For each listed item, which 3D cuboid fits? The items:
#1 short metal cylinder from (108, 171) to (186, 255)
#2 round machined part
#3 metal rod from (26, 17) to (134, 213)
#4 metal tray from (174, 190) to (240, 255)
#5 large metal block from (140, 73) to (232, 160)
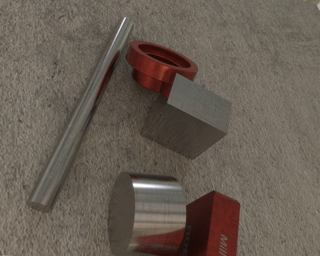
[{"bbox_3d":[-0.016,0.086,0.309,0.050,0.080,0.080,9,58,-24],"label":"short metal cylinder"},{"bbox_3d":[-0.001,-0.081,0.426,0.099,0.042,0.098,18,26,-9],"label":"round machined part"},{"bbox_3d":[-0.084,-0.041,0.384,0.025,0.025,0.300,25,53,-13],"label":"metal rod"},{"bbox_3d":[0.033,0.135,0.298,0.030,0.090,0.130,26,52,-13],"label":"metal tray"},{"bbox_3d":[0.032,-0.011,0.394,0.080,0.080,0.050,26,53,-13],"label":"large metal block"}]
